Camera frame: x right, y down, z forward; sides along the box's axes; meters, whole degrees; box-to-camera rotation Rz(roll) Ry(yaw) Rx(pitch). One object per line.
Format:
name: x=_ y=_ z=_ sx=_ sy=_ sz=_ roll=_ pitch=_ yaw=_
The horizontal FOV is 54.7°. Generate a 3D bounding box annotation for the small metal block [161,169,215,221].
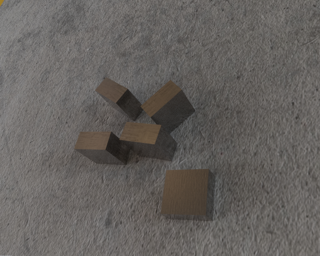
small metal block: x=0.032 y=0.074 z=0.342 sx=0.050 sy=0.025 sz=0.050 roll=-6 pitch=59 yaw=25

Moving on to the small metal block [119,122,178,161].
small metal block: x=-0.013 y=0.017 z=0.384 sx=0.050 sy=0.050 sz=0.025 roll=5 pitch=65 yaw=30

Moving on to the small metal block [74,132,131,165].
small metal block: x=-0.075 y=0.027 z=0.411 sx=0.050 sy=0.050 sz=0.025 roll=-1 pitch=62 yaw=28

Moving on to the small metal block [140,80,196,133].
small metal block: x=0.011 y=-0.025 z=0.397 sx=0.050 sy=0.050 sz=0.025 roll=-42 pitch=51 yaw=0

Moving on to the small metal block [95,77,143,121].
small metal block: x=-0.057 y=-0.041 z=0.443 sx=0.050 sy=0.050 sz=0.025 roll=31 pitch=79 yaw=38
